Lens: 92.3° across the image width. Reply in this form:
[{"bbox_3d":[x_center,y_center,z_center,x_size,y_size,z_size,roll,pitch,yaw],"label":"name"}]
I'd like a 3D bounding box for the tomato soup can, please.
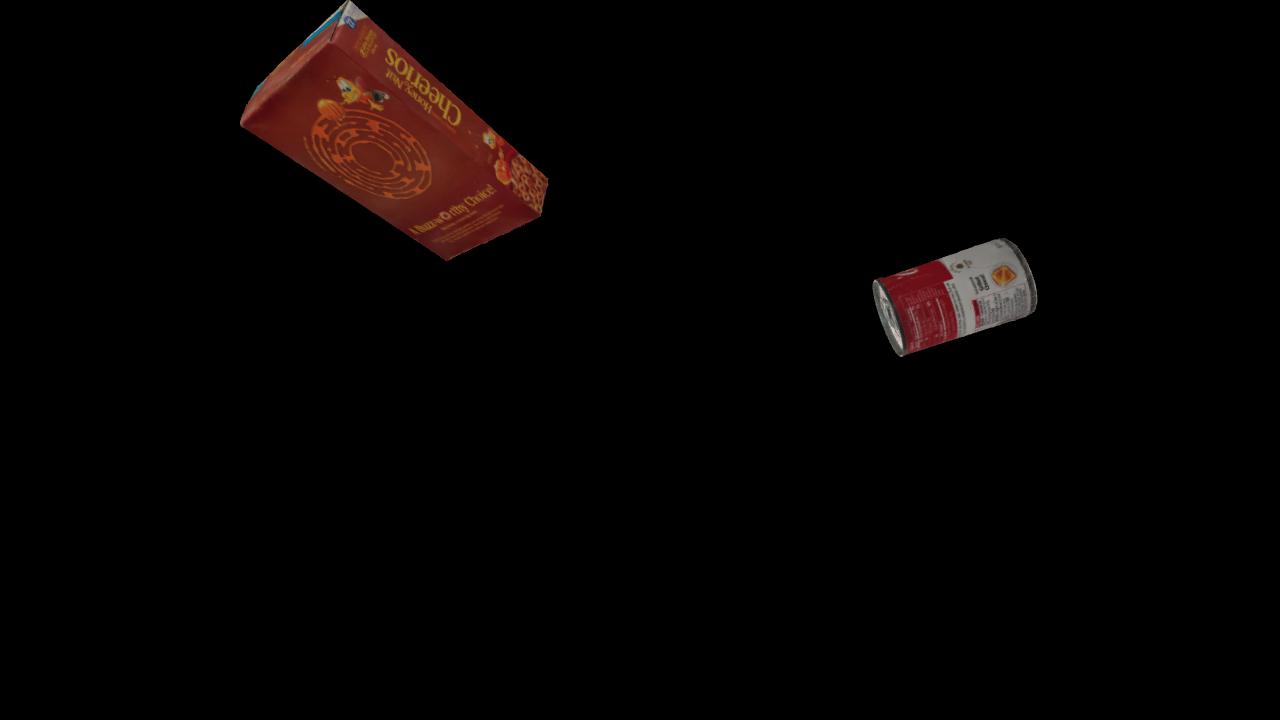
[{"bbox_3d":[0.249,-0.050,0.493,0.101,0.068,0.068,-19,-4,13],"label":"tomato soup can"}]

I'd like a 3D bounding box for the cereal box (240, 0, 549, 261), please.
[{"bbox_3d":[-0.294,-0.260,0.772,0.203,0.081,0.306,-15,-35,34],"label":"cereal box"}]
